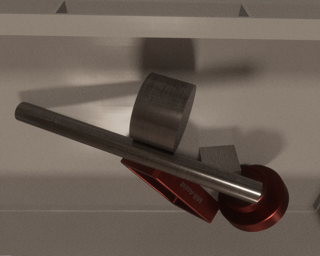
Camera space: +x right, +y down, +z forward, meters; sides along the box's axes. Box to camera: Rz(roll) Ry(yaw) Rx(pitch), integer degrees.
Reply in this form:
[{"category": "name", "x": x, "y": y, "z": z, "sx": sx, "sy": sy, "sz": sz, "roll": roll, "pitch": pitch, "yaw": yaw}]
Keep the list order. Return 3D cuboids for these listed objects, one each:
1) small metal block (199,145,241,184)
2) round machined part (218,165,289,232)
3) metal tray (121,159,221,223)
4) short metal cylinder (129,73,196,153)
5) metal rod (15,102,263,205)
[{"category": "small metal block", "x": 0.084, "y": 0.052, "z": 0.438, "sx": 0.050, "sy": 0.050, "sz": 0.025, "roll": -4, "pitch": 130, "yaw": 3}, {"category": "round machined part", "x": 0.127, "y": 0.093, "z": 0.442, "sx": 0.098, "sy": 0.098, "sz": 0.042, "roll": -26, "pitch": 126, "yaw": 20}, {"category": "metal tray", "x": 0.015, "y": 0.079, "z": 0.436, "sx": 0.130, "sy": 0.030, "sz": 0.090, "roll": 44, "pitch": 162, "yaw": -31}, {"category": "short metal cylinder", "x": 0.005, "y": -0.017, "z": 0.351, "sx": 0.050, "sy": 0.080, "sz": 0.079, "roll": 18, "pitch": 130, "yaw": 9}, {"category": "metal rod", "x": -0.034, "y": 0.025, "z": 0.363, "sx": 0.301, "sy": 0.025, "sz": 0.025, "roll": 18, "pitch": 131, "yaw": 11}]
